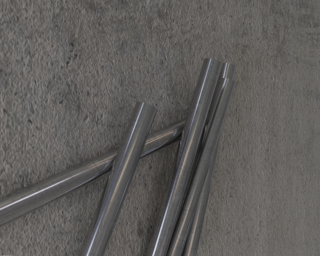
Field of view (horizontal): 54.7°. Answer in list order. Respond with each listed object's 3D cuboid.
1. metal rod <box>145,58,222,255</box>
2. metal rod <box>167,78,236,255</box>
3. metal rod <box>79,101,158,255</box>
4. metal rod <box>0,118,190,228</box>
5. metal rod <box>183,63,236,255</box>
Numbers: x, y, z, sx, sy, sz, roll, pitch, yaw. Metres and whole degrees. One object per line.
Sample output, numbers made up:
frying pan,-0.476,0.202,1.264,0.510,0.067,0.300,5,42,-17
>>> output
metal rod,0.027,0.055,0.402,0.025,0.025,0.299,20,85,-38
metal rod,0.052,0.069,0.434,0.025,0.025,0.299,28,77,-37
metal rod,-0.065,0.114,0.328,0.025,0.025,0.299,26,81,-37
metal rod,-0.055,0.038,0.358,0.302,0.025,0.025,-23,105,-38
metal rod,0.073,0.044,0.465,0.025,0.025,0.299,23,75,-38
